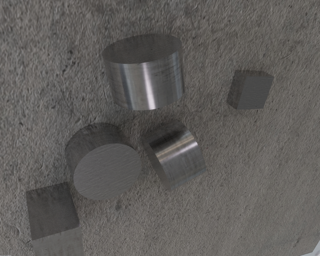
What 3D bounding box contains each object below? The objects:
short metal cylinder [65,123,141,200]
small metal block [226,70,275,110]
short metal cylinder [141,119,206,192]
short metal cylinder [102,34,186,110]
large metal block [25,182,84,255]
[{"bbox_3d":[-0.070,0.040,0.377,0.081,0.050,0.079,-14,124,-21],"label":"short metal cylinder"},{"bbox_3d":[0.129,-0.055,0.443,0.050,0.025,0.050,-4,120,-27],"label":"small metal block"},{"bbox_3d":[0.016,0.035,0.402,0.050,0.080,0.080,-27,128,-12],"label":"short metal cylinder"},{"bbox_3d":[-0.015,-0.061,0.325,0.081,0.080,0.050,-20,126,-17],"label":"short metal cylinder"},{"bbox_3d":[-0.128,0.127,0.380,0.050,0.080,0.079,-11,123,-23],"label":"large metal block"}]
